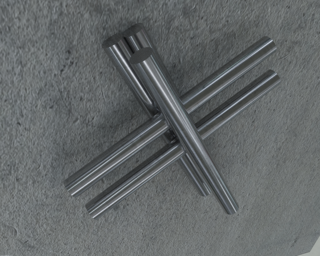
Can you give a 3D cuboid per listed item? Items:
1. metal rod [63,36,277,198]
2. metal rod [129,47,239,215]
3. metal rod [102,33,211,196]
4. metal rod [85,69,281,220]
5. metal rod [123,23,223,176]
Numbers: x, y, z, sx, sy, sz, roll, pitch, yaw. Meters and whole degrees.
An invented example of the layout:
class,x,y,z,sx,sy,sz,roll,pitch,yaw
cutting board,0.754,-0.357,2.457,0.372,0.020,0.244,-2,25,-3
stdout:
class,x,y,z,sx,sy,sz,roll,pitch,yaw
metal rod,0.016,-0.016,0.376,0.301,0.025,0.025,-36,130,-5
metal rod,0.046,0.028,0.387,0.025,0.025,0.299,-37,130,-4
metal rod,0.012,0.006,0.420,0.025,0.025,0.299,-36,130,-4
metal rod,0.033,0.019,0.408,0.301,0.025,0.025,-36,130,-5
metal rod,0.034,-0.007,0.424,0.025,0.025,0.299,-36,130,-4
